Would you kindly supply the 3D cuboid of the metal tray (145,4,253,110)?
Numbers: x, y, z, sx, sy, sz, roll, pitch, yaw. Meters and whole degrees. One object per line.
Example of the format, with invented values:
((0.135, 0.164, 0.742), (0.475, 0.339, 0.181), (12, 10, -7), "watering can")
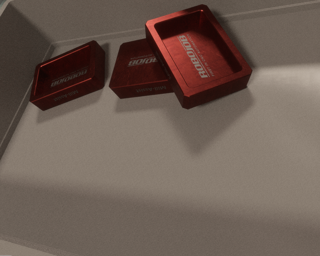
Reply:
((0.046, -0.096, 0.399), (0.091, 0.030, 0.130), (-21, 64, -10), "metal tray")

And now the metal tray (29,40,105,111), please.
((-0.160, -0.091, 0.539), (0.130, 0.030, 0.090), (-18, 55, 17), "metal tray")

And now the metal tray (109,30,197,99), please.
((-0.006, -0.095, 0.462), (0.130, 0.030, 0.090), (-4, 60, 25), "metal tray")
